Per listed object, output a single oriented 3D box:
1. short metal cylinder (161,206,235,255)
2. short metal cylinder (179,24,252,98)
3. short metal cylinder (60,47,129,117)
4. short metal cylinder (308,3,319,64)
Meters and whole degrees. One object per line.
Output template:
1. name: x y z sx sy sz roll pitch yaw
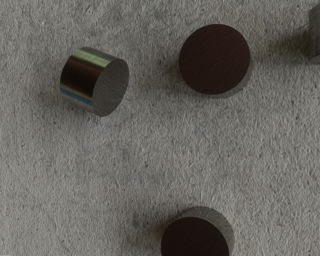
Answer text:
1. short metal cylinder: 0.047 0.142 0.379 0.080 0.050 0.080 0 90 20
2. short metal cylinder: 0.068 -0.077 0.371 0.080 0.050 0.080 0 90 20
3. short metal cylinder: -0.084 -0.061 0.409 0.050 0.080 0.080 24 98 18
4. short metal cylinder: 0.194 -0.097 0.311 0.080 0.080 0.050 -2 89 20
